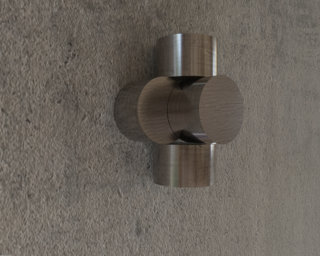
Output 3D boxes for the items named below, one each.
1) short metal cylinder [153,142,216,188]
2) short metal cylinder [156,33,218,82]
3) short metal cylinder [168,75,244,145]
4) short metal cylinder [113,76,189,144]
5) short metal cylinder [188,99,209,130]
[{"bbox_3d":[0.032,0.044,0.400,0.081,0.080,0.050,0,90,-40],"label":"short metal cylinder"},{"bbox_3d":[0.035,-0.086,0.402,0.081,0.080,0.050,0,91,-40],"label":"short metal cylinder"},{"bbox_3d":[0.056,-0.021,0.373,0.081,0.050,0.079,0,90,-40],"label":"short metal cylinder"},{"bbox_3d":[-0.010,-0.021,0.383,0.081,0.050,0.079,0,90,-40],"label":"short metal cylinder"},{"bbox_3d":[0.052,-0.022,0.435,0.081,0.050,0.079,0,90,-40],"label":"short metal cylinder"}]
